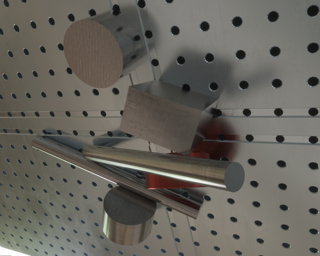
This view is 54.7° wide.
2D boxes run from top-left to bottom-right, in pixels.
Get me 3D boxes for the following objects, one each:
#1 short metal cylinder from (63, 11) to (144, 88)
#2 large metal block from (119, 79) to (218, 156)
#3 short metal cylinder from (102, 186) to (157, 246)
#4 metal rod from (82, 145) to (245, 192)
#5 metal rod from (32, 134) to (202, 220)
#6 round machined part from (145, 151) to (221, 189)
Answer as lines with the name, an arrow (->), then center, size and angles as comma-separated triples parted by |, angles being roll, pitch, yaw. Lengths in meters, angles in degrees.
short metal cylinder -> -0.067, -0.094, 0.372 | 0.080, 0.050, 0.079 | 13, 124, 21
large metal block -> 0.013, -0.016, 0.352 | 0.080, 0.080, 0.050 | 21, 110, 16
short metal cylinder -> -0.049, 0.134, 0.484 | 0.080, 0.080, 0.050 | 22, 127, 15
metal rod -> -0.026, 0.040, 0.376 | 0.299, 0.025, 0.025 | 1, 122, 54
metal rod -> -0.078, 0.073, 0.497 | 0.301, 0.025, 0.025 | 20, 126, 16
round machined part -> 0.030, 0.055, 0.395 | 0.098, 0.098, 0.042 | -9, 77, 32
